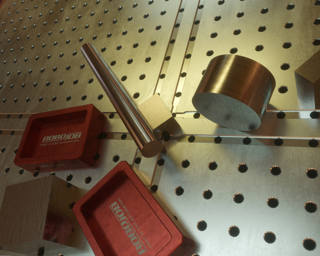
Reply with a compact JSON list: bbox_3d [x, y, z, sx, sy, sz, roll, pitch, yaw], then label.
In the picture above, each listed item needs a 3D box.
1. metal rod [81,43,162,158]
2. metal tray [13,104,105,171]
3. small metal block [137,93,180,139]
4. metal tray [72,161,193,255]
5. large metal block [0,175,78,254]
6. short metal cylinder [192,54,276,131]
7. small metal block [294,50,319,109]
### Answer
[{"bbox_3d":[-0.071,-0.060,0.459,0.025,0.025,0.300,-39,44,2],"label":"metal rod"},{"bbox_3d":[-0.155,0.016,0.476,0.130,0.030,0.090,-7,58,24],"label":"metal tray"},{"bbox_3d":[-0.009,-0.012,0.421,0.050,0.025,0.050,-35,51,5],"label":"small metal block"},{"bbox_3d":[-0.036,0.111,0.356,0.090,0.030,0.130,-43,51,-2],"label":"metal tray"},{"bbox_3d":[-0.161,0.115,0.407,0.080,0.050,0.080,-15,55,19],"label":"large metal block"},{"bbox_3d":[0.083,-0.038,0.353,0.080,0.080,0.050,14,69,34],"label":"short metal cylinder"},{"bbox_3d":[0.176,-0.056,0.334,0.050,0.050,0.025,-40,51,1],"label":"small metal block"}]
